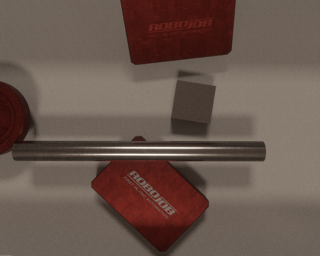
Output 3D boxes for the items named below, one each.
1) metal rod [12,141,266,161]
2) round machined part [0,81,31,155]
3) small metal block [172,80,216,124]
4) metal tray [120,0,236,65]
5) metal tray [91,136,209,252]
[{"bbox_3d":[-0.024,0.028,0.380,0.302,0.025,0.025,0,90,-1],"label":"metal rod"},{"bbox_3d":[-0.216,-0.013,0.400,0.099,0.042,0.097,0,90,-1],"label":"round machined part"},{"bbox_3d":[0.044,-0.034,0.412,0.050,0.025,0.050,9,90,-1],"label":"small metal block"},{"bbox_3d":[0.023,-0.130,0.382,0.131,0.030,0.089,-7,133,-1],"label":"metal tray"},{"bbox_3d":[-0.013,0.084,0.409,0.130,0.030,0.090,44,90,-1],"label":"metal tray"}]
